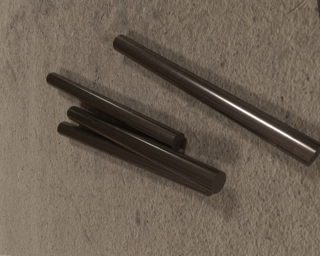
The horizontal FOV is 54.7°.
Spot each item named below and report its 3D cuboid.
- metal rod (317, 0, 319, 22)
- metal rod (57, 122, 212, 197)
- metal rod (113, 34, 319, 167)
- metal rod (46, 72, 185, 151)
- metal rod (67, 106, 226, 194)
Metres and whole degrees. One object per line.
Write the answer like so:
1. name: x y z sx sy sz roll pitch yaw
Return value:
1. metal rod: 0.160 -0.058 0.272 0.025 0.025 0.298 -8 85 39
2. metal rod: -0.054 0.034 0.447 0.300 0.025 0.025 16 100 38
3. metal rod: 0.043 -0.049 0.368 0.300 0.025 0.025 37 112 33
4. metal rod: -0.086 -0.036 0.473 0.300 0.025 0.025 26 106 36
5. metal rod: -0.042 0.016 0.421 0.300 0.025 0.025 22 104 42
